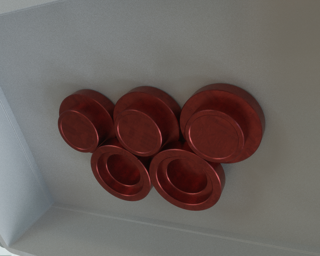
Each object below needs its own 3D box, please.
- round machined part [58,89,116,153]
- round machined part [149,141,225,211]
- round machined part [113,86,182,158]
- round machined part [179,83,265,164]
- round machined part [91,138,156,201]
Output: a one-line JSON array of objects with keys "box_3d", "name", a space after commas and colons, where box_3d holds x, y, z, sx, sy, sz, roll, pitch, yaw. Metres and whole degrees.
[{"box_3d": [-0.107, -0.003, 0.449, 0.098, 0.042, 0.097, 12, 123, 20], "name": "round machined part"}, {"box_3d": [0.039, 0.059, 0.411, 0.098, 0.042, 0.097, 13, 124, 21], "name": "round machined part"}, {"box_3d": [-0.020, -0.002, 0.404, 0.098, 0.042, 0.097, 13, 123, 21], "name": "round machined part"}, {"box_3d": [0.068, 0.001, 0.359, 0.098, 0.042, 0.097, 13, 123, 21], "name": "round machined part"}, {"box_3d": [-0.049, 0.056, 0.456, 0.098, 0.042, 0.097, 13, 124, 21], "name": "round machined part"}]
